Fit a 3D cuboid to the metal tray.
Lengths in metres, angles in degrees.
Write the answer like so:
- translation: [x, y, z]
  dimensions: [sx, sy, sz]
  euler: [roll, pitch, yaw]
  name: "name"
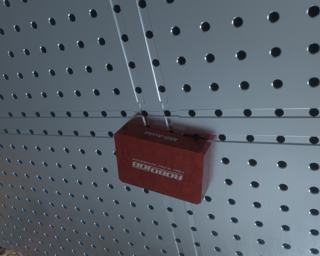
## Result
- translation: [0.002, 0.049, 0.438]
  dimensions: [0.130, 0.030, 0.089]
  euler: [12, 124, 21]
  name: "metal tray"
